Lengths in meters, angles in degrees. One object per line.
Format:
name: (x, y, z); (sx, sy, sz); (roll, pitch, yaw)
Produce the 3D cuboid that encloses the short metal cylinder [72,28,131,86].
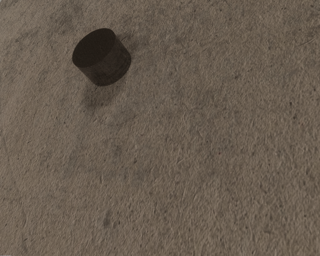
short metal cylinder: (-0.094, -0.115, 0.506); (0.080, 0.050, 0.080); (-13, 56, 20)
